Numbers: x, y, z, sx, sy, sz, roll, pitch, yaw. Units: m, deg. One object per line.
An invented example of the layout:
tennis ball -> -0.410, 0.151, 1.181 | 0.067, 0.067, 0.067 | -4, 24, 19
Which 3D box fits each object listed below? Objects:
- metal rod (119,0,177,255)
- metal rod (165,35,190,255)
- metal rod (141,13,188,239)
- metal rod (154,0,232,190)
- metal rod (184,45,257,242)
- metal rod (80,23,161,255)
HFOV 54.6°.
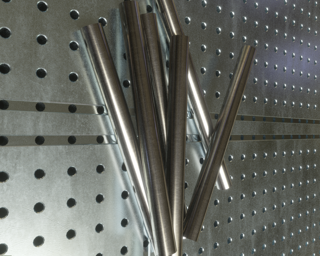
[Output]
metal rod -> -0.015, -0.002, 0.370 | 0.025, 0.025, 0.299 | -7, 87, -40
metal rod -> 0.020, 0.035, 0.390 | 0.025, 0.025, 0.298 | 3, 88, -40
metal rod -> 0.007, 0.003, 0.413 | 0.025, 0.025, 0.298 | -16, 100, -39
metal rod -> 0.052, -0.043, 0.451 | 0.025, 0.025, 0.299 | -32, 110, -35
metal rod -> 0.089, 0.011, 0.448 | 0.025, 0.025, 0.300 | 33, 69, -35
metal rod -> -0.036, 0.026, 0.378 | 0.025, 0.025, 0.299 | -27, 107, -37
